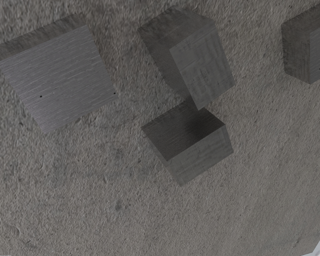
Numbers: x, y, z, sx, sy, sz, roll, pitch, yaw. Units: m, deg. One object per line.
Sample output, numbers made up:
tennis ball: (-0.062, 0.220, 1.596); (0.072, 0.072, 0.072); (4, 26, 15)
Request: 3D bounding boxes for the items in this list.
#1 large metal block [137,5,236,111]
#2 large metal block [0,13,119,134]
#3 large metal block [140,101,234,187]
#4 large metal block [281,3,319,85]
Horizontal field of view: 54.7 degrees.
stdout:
large metal block: (0.028, -0.078, 0.338); (0.050, 0.080, 0.080); (-36, 129, -5)
large metal block: (-0.098, -0.054, 0.304); (0.080, 0.050, 0.080); (-28, 128, -11)
large metal block: (0.034, 0.015, 0.399); (0.080, 0.080, 0.050); (-32, 129, -8)
large metal block: (0.223, -0.121, 0.437); (0.080, 0.050, 0.080); (-30, 129, -9)
